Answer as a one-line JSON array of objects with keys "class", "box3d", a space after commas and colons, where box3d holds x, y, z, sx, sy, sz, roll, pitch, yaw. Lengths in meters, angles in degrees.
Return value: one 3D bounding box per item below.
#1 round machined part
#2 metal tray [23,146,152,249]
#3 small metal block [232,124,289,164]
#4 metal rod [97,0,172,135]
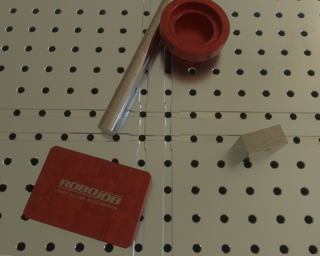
[{"class": "round machined part", "box3d": [0.048, -0.139, 0.451, 0.099, 0.042, 0.098, 2, 71, -5]}, {"class": "metal tray", "box3d": [-0.084, 0.083, 0.378, 0.131, 0.030, 0.090, 15, 71, 5]}, {"class": "small metal block", "box3d": [0.125, 0.021, 0.392, 0.050, 0.050, 0.025, -15, 71, -6]}, {"class": "metal rod", "box3d": [-0.015, -0.127, 0.457, 0.025, 0.025, 0.300, 21, 71, 7]}]
